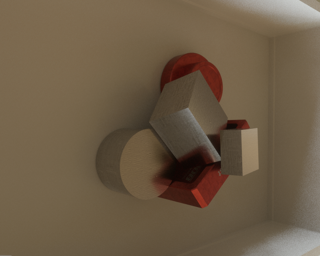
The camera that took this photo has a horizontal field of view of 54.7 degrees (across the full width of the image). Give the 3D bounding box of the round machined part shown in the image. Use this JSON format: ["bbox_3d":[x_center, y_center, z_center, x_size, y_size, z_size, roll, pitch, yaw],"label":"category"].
[{"bbox_3d":[0.051,-0.058,0.438,0.099,0.042,0.097,0,90,-40],"label":"round machined part"}]

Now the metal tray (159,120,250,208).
[{"bbox_3d":[0.054,0.040,0.409,0.131,0.090,0.030,-46,117,-31],"label":"metal tray"}]

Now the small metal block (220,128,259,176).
[{"bbox_3d":[0.093,0.026,0.361,0.050,0.025,0.050,-4,92,-53],"label":"small metal block"}]

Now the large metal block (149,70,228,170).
[{"bbox_3d":[0.039,-0.010,0.376,0.080,0.050,0.080,54,34,-27],"label":"large metal block"}]

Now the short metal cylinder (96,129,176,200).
[{"bbox_3d":[-0.027,0.040,0.367,0.081,0.050,0.079,0,90,-40],"label":"short metal cylinder"}]
